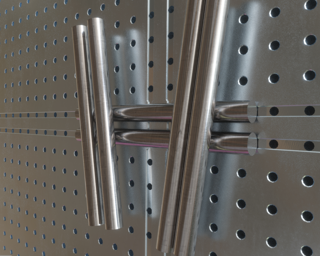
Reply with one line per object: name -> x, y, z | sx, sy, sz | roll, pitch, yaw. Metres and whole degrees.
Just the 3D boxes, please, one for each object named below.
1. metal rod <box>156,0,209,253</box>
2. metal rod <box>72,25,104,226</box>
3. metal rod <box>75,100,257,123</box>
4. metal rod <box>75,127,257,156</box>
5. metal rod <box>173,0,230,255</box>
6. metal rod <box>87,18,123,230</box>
metal rod -> 0.025, -0.003, 0.358 | 0.025, 0.025, 0.298 | 12, 98, 39
metal rod -> -0.108, -0.007, 0.468 | 0.025, 0.025, 0.299 | -10, 83, 39
metal rod -> -0.017, -0.021, 0.425 | 0.300, 0.025, 0.025 | 1, 91, 40
metal rod -> -0.017, 0.014, 0.425 | 0.300, 0.025, 0.025 | 1, 91, 40
metal rod -> 0.045, -0.004, 0.341 | 0.025, 0.025, 0.298 | 12, 98, 39
metal rod -> -0.079, -0.009, 0.444 | 0.025, 0.025, 0.299 | -10, 84, 39
